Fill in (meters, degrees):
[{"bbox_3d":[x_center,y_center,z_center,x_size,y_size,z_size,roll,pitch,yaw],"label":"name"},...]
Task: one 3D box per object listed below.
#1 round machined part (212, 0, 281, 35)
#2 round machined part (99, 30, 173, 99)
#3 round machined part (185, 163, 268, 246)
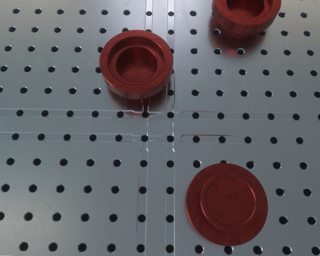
[{"bbox_3d":[0.127,-0.182,0.470,0.099,0.042,0.098,0,70,0],"label":"round machined part"},{"bbox_3d":[-0.032,-0.084,0.433,0.099,0.042,0.098,0,70,0],"label":"round machined part"},{"bbox_3d":[0.080,0.089,0.371,0.099,0.042,0.098,0,70,0],"label":"round machined part"}]
